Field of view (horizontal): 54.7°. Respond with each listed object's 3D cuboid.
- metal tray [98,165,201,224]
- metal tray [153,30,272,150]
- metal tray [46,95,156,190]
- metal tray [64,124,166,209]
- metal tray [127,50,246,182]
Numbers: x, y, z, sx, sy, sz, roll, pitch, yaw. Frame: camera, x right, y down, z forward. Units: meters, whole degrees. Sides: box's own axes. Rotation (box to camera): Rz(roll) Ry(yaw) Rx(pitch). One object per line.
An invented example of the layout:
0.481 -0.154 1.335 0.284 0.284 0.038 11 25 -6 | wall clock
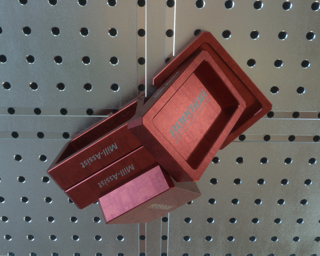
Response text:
-0.007 0.089 0.397 0.090 0.130 0.030 -31 66 11 | metal tray
0.066 -0.046 0.394 0.090 0.030 0.130 -42 105 13 | metal tray
-0.067 0.015 0.383 0.130 0.090 0.030 -31 108 10 | metal tray
-0.049 0.039 0.391 0.130 0.090 0.030 -31 108 10 | metal tray
0.036 -0.015 0.348 0.090 0.030 0.130 49 58 -16 | metal tray
